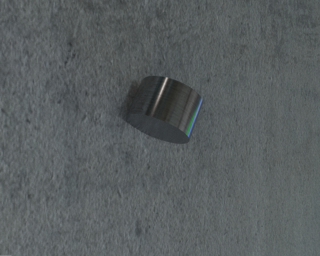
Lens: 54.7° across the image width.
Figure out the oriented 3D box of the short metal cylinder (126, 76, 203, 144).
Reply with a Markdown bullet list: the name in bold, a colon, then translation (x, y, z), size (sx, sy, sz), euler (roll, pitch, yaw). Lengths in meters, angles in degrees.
- **short metal cylinder**: translation (0.006, -0.020, 0.376), size (0.080, 0.080, 0.050), euler (34, 69, -35)
